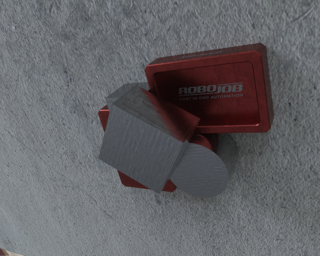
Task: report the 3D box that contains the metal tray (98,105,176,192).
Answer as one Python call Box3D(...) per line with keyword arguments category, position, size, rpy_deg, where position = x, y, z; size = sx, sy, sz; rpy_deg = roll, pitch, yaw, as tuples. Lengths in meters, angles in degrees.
Box3D(category="metal tray", position=(-0.025, 0.026, 0.436), size=(0.090, 0.030, 0.129), rpy_deg=(1, 119, 28))

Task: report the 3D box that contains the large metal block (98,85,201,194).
Box3D(category="large metal block", position=(-0.014, 0.013, 0.341), size=(0.080, 0.050, 0.079), rpy_deg=(29, 128, 10))

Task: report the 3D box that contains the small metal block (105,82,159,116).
Box3D(category="small metal block", position=(-0.031, -0.037, 0.386), size=(0.050, 0.050, 0.025), rpy_deg=(1, 119, 28))

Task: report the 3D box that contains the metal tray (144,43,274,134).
Box3D(category="metal tray", position=(0.055, -0.040, 0.351), size=(0.130, 0.030, 0.089), rpy_deg=(-2, 118, 29))

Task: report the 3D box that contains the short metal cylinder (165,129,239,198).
Box3D(category="short metal cylinder", position=(0.053, 0.040, 0.389), size=(0.080, 0.050, 0.079), rpy_deg=(14, 124, 21))
